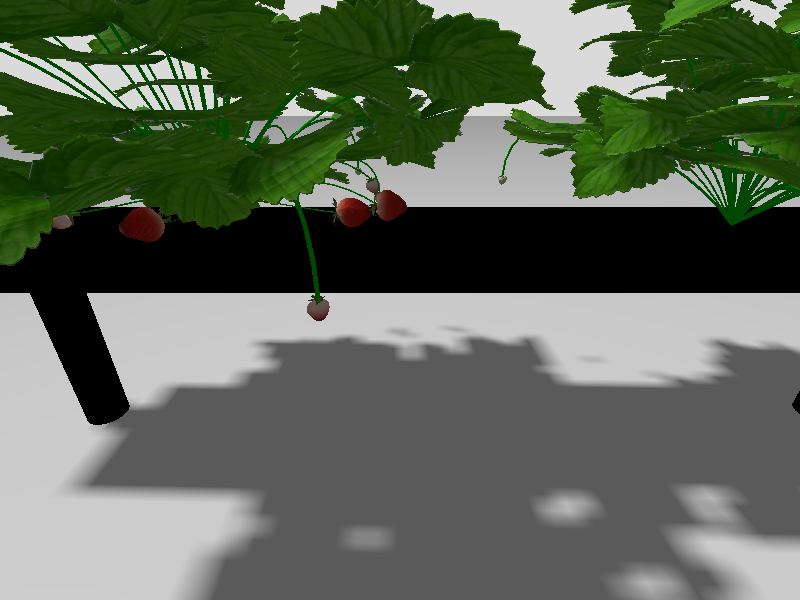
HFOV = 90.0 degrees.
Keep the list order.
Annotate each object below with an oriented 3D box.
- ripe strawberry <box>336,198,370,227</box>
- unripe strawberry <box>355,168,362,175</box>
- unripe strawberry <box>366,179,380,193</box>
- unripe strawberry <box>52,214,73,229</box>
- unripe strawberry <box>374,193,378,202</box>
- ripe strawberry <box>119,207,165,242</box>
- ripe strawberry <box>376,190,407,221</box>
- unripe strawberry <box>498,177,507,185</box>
[{"bbox_3d":[-0.040,-0.075,0.344,0.028,0.024,0.028,2,26,4],"label":"ripe strawberry"},{"bbox_3d":[-0.057,-0.175,0.546,0.009,0.010,0.010,11,28,22],"label":"unripe strawberry"},{"bbox_3d":[-0.032,-0.136,0.479,0.017,0.017,0.015,21,55,36],"label":"unripe strawberry"},{"bbox_3d":[-0.293,-0.073,0.340,0.024,0.025,0.022,-3,26,-5],"label":"unripe strawberry"},{"bbox_3d":[-0.021,-0.105,0.412,0.010,0.011,0.011,-12,29,-23],"label":"unripe strawberry"},{"bbox_3d":[-0.198,-0.057,0.306,0.029,0.025,0.029,21,34,36],"label":"ripe strawberry"},{"bbox_3d":[-0.008,-0.086,0.367,0.029,0.028,0.026,-1,26,-7],"label":"ripe strawberry"},{"bbox_3d":[0.121,-0.142,0.473,0.010,0.010,0.009,19,32,34],"label":"unripe strawberry"}]
